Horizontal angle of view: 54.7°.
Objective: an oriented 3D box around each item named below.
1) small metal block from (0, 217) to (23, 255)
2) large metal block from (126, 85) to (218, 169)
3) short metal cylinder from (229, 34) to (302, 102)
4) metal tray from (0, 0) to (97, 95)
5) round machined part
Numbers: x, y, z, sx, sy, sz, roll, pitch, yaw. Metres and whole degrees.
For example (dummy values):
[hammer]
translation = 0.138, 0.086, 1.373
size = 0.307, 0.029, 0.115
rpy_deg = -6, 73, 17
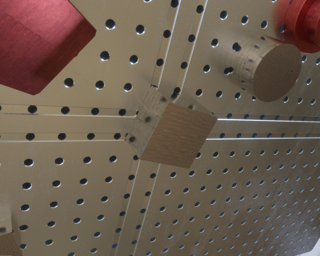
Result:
[small metal block]
translation = -0.207, 0.147, 0.389
size = 0.050, 0.025, 0.050
rpy_deg = -15, 125, -20
[large metal block]
translation = 0.014, 0.001, 0.403
size = 0.081, 0.050, 0.080
rpy_deg = 15, 110, -35
[short metal cylinder]
translation = 0.143, -0.082, 0.422
size = 0.081, 0.050, 0.079
rpy_deg = -14, 124, -21
[metal tray]
translation = -0.114, -0.079, 0.247
size = 0.090, 0.030, 0.130
rpy_deg = -45, 169, 3
[round machined part]
translation = 0.225, -0.150, 0.430
size = 0.099, 0.042, 0.097
rpy_deg = -14, 124, -21
